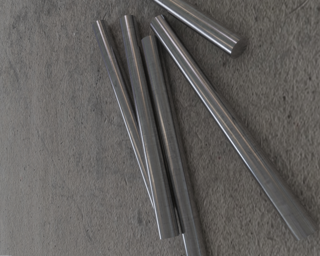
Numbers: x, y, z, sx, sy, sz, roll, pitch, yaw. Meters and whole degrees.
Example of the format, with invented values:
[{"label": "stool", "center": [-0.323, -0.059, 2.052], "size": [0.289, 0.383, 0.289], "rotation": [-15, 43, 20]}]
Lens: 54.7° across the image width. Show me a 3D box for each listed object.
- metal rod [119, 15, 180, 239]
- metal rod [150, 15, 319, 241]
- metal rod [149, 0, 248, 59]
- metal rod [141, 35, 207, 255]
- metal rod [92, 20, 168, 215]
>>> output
[{"label": "metal rod", "center": [-0.017, -0.012, 0.405], "size": [0.025, 0.025, 0.299], "rotation": [-23, 72, 38]}, {"label": "metal rod", "center": [0.068, -0.019, 0.348], "size": [0.025, 0.025, 0.299], "rotation": [-45, 63, 31]}, {"label": "metal rod", "center": [-0.005, -0.178, 0.409], "size": [0.300, 0.025, 0.025], "rotation": [46, 117, 30]}, {"label": "metal rod", "center": [0.017, 0.026, 0.390], "size": [0.025, 0.025, 0.299], "rotation": [-19, 78, 38]}, {"label": "metal rod", "center": [-0.044, -0.025, 0.441], "size": [0.025, 0.025, 0.299], "rotation": [-32, 70, 35]}]
